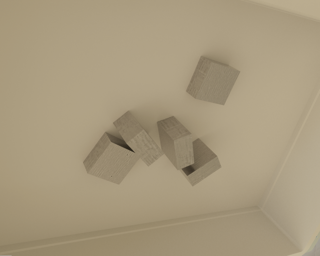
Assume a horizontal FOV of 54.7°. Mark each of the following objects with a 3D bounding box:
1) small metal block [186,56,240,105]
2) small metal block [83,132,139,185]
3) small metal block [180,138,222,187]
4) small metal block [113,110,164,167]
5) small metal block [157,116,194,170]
[{"bbox_3d":[0.070,-0.061,0.408,0.050,0.025,0.050,9,114,-32],"label":"small metal block"},{"bbox_3d":[-0.062,0.040,0.400,0.050,0.025,0.050,30,102,-38],"label":"small metal block"},{"bbox_3d":[0.052,0.049,0.451,0.050,0.050,0.025,-32,129,-7],"label":"small metal block"},{"bbox_3d":[-0.027,0.013,0.385,0.025,0.050,0.050,-39,129,-2],"label":"small metal block"},{"bbox_3d":[0.021,0.020,0.416,0.025,0.050,0.050,-21,127,-16],"label":"small metal block"}]
